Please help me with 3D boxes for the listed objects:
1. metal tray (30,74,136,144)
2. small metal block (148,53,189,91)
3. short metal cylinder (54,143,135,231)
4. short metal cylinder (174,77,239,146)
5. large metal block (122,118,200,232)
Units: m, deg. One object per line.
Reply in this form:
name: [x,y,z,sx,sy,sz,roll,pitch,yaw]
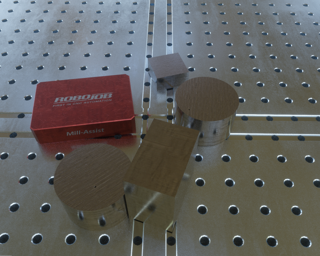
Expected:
metal tray: [-0.103,-0.029,0.428,0.131,0.030,0.090,-7,50,-6]
small metal block: [0.012,-0.088,0.482,0.050,0.025,0.050,-13,51,-11]
short metal cylinder: [-0.068,0.064,0.337,0.081,0.050,0.080,0,50,0]
short metal cylinder: [0.059,-0.023,0.410,0.081,0.050,0.080,0,50,0]
large metal block: [0.003,0.050,0.329,0.050,0.080,0.080,16,52,13]
